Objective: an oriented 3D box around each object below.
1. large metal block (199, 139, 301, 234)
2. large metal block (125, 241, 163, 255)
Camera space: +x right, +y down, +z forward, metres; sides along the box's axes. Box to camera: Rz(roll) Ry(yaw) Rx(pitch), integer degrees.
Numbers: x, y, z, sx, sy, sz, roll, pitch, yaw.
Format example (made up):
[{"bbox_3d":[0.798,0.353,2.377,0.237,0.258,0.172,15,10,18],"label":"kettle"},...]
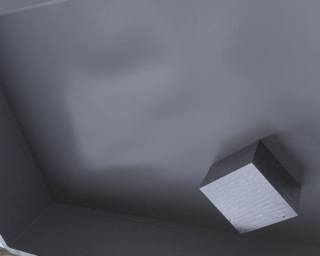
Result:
[{"bbox_3d":[0.111,0.073,0.380,0.080,0.050,0.080,48,129,-6],"label":"large metal block"},{"bbox_3d":[-0.030,0.263,0.555,0.050,0.080,0.080,-10,113,32],"label":"large metal block"}]
